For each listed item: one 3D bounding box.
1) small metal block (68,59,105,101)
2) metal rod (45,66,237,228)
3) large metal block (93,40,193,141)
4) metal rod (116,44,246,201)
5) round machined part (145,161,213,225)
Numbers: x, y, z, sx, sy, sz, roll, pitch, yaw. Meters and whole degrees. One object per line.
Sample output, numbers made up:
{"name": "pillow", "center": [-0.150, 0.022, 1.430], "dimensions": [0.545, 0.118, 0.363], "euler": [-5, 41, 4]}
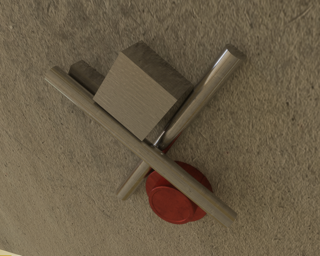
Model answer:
{"name": "small metal block", "center": [-0.101, -0.057, 0.426], "dimensions": [0.050, 0.025, 0.050], "euler": [37, 129, 3]}
{"name": "metal rod", "center": [-0.025, 0.024, 0.402], "dimensions": [0.300, 0.025, 0.025], "euler": [39, 129, 1]}
{"name": "large metal block", "center": [-0.022, -0.045, 0.376], "dimensions": [0.080, 0.050, 0.080], "euler": [41, 129, 0]}
{"name": "metal rod", "center": [0.009, 0.014, 0.413], "dimensions": [0.025, 0.025, 0.298], "euler": [38, 129, 2]}
{"name": "round machined part", "center": [0.023, 0.099, 0.444], "dimensions": [0.098, 0.042, 0.097], "euler": [13, 124, 20]}
